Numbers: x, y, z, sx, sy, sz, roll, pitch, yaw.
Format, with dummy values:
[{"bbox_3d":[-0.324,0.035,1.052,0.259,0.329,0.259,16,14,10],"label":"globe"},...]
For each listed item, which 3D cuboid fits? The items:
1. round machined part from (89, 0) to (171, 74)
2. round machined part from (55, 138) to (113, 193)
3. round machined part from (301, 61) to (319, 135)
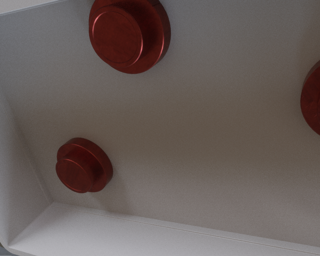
[{"bbox_3d":[-0.041,-0.107,0.353,0.098,0.042,0.097,13,124,21],"label":"round machined part"},{"bbox_3d":[-0.131,0.068,0.509,0.098,0.042,0.097,13,124,21],"label":"round machined part"},{"bbox_3d":[0.183,-0.024,0.286,0.098,0.042,0.097,13,124,21],"label":"round machined part"}]
